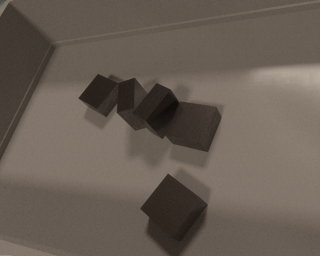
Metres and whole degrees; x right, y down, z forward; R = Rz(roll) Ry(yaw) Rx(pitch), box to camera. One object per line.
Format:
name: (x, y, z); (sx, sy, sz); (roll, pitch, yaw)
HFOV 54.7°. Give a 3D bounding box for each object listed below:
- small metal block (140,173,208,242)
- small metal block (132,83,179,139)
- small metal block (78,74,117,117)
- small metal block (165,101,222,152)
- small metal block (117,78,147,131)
small metal block: (0.015, 0.087, 0.343); (0.050, 0.025, 0.050); (33, 80, 37)
small metal block: (0.000, -0.021, 0.402); (0.025, 0.050, 0.050); (31, 79, 37)
small metal block: (-0.090, -0.051, 0.482); (0.050, 0.025, 0.050); (28, 77, 37)
small metal block: (0.042, -0.002, 0.384); (0.050, 0.025, 0.050); (12, 68, 32)
small metal block: (-0.034, -0.032, 0.426); (0.025, 0.050, 0.050); (-15, 56, 20)
